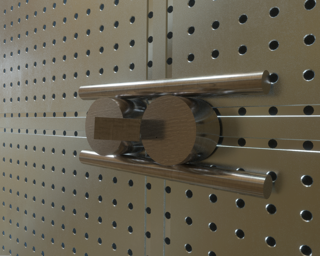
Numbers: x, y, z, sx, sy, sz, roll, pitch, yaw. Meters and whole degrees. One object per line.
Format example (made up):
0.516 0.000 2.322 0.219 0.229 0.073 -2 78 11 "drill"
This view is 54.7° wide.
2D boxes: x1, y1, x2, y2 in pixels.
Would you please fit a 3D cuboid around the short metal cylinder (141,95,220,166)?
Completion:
0.023 0.003 0.369 0.080 0.050 0.079 0 90 40 "short metal cylinder"

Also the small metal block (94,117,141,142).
-0.049 0.001 0.368 0.050 0.050 0.025 3 92 -3 "small metal block"

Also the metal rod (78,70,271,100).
-0.007 -0.052 0.411 0.300 0.025 0.025 3 92 39 "metal rod"

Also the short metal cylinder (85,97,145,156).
-0.060 -0.002 0.439 0.080 0.050 0.079 0 90 40 "short metal cylinder"

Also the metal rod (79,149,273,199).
-0.006 0.053 0.410 0.300 0.025 0.025 3 92 39 "metal rod"
